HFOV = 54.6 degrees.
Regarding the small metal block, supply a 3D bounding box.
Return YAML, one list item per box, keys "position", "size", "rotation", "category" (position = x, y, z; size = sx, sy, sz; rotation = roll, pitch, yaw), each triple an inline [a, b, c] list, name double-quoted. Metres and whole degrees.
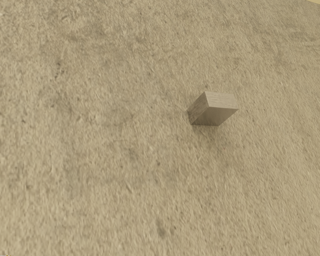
- position: [0.074, -0.026, 0.443]
  size: [0.050, 0.050, 0.025]
  rotation: [2, 61, -27]
  category: "small metal block"
